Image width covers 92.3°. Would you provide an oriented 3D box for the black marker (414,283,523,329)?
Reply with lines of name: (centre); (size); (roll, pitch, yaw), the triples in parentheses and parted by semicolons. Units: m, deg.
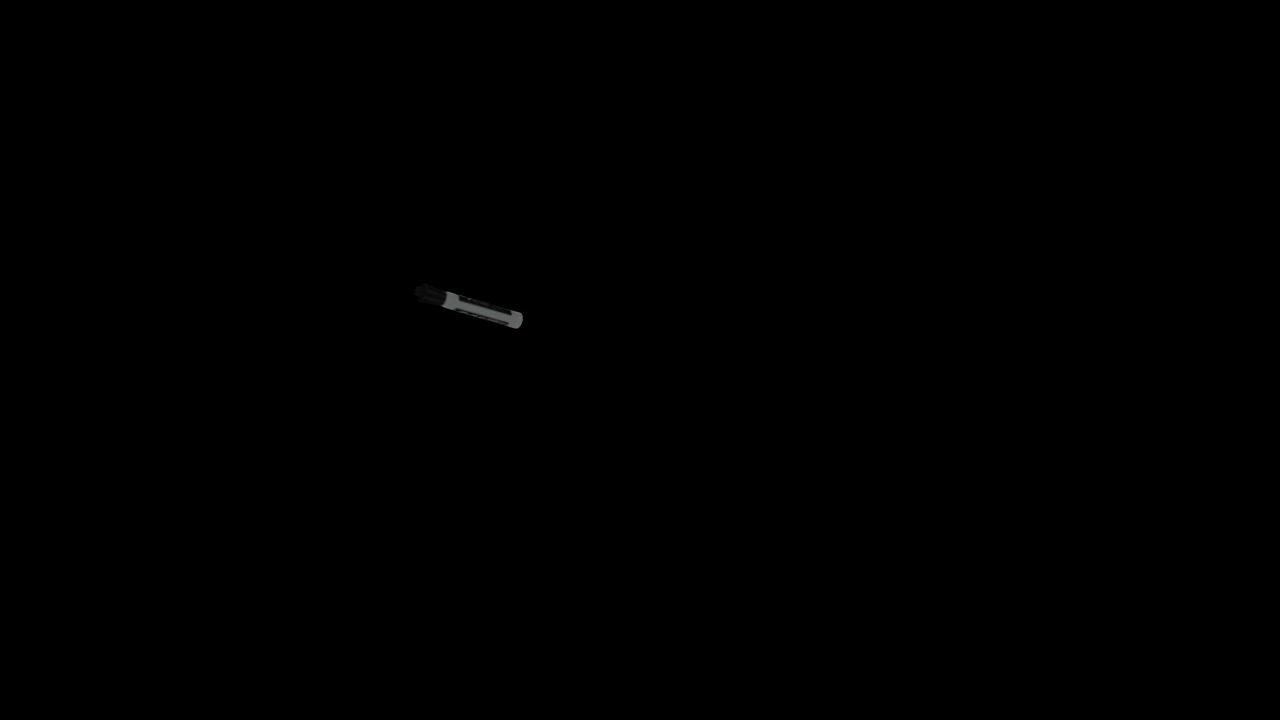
black marker: (-0.177, -0.056, 0.644); (0.020, 0.020, 0.121); (0, -12, 45)
